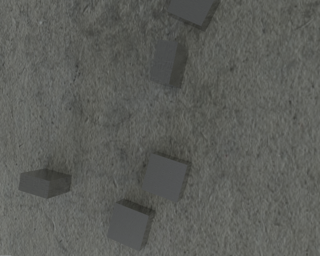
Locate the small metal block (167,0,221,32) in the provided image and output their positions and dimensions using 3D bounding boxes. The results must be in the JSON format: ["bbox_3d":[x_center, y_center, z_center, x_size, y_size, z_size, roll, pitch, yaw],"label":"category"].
[{"bbox_3d":[0.045,-0.158,0.393,0.050,0.025,0.050,29,99,17],"label":"small metal block"}]

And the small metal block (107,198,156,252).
[{"bbox_3d":[-0.039,0.131,0.422,0.050,0.025,0.050,16,95,19],"label":"small metal block"}]

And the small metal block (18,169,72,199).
[{"bbox_3d":[-0.167,0.080,0.453,0.050,0.050,0.025,11,94,19],"label":"small metal block"}]

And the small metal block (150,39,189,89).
[{"bbox_3d":[0.013,-0.079,0.390,0.025,0.050,0.050,14,95,19],"label":"small metal block"}]

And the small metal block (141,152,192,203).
[{"bbox_3d":[0.009,0.063,0.405,0.050,0.025,0.050,17,96,18],"label":"small metal block"}]
